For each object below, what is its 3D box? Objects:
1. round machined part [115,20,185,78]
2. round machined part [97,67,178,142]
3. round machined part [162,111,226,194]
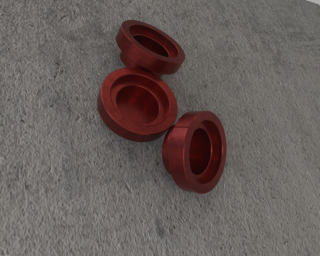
[{"bbox_3d":[-0.017,-0.106,0.436,0.099,0.042,0.098,22,36,-17],"label":"round machined part"},{"bbox_3d":[-0.031,-0.025,0.390,0.099,0.042,0.098,13,56,-20],"label":"round machined part"},{"bbox_3d":[0.039,0.028,0.377,0.099,0.042,0.097,-2,93,-51],"label":"round machined part"}]
